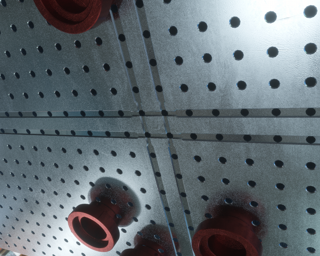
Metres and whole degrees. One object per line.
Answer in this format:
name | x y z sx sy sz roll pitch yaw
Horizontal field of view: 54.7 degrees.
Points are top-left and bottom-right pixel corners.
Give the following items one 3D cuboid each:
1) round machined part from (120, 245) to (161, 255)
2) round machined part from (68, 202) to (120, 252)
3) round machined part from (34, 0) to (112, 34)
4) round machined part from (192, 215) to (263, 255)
round machined part | -0.030 0.258 0.574 0.098 0.042 0.097 13 124 20
round machined part | -0.116 0.176 0.568 0.098 0.042 0.097 13 124 20
round machined part | -0.096 -0.160 0.350 0.098 0.042 0.097 13 124 20
round machined part | 0.099 0.167 0.450 0.098 0.042 0.097 13 124 20
